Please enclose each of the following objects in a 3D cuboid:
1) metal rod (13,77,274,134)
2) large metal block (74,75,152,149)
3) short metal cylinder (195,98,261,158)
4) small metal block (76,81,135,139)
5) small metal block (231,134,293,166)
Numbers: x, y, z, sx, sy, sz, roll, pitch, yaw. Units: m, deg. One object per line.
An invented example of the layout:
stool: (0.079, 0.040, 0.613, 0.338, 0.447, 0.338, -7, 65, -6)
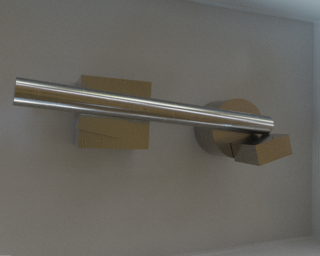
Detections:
metal rod: (0.007, -0.018, 0.338, 0.302, 0.025, 0.025, 6, 88, -28)
large metal block: (-0.058, -0.017, 0.373, 0.081, 0.050, 0.079, 3, 89, -20)
short metal cylinder: (0.096, 0.001, 0.432, 0.081, 0.050, 0.079, 0, 90, -21)
small metal block: (-0.060, -0.018, 0.334, 0.050, 0.025, 0.050, 14, 85, -20)
small metal block: (0.127, 0.026, 0.390, 0.050, 0.050, 0.025, -15, 96, -20)
